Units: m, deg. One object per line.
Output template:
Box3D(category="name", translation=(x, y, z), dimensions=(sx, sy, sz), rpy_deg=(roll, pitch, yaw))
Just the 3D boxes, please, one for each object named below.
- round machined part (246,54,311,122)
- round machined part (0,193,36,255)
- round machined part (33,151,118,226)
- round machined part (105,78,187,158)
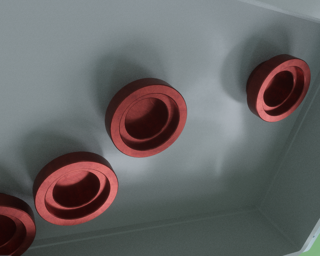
Box3D(category="round machined part", translation=(0.167, -0.061, 0.454), dimensions=(0.099, 0.042, 0.097), rpy_deg=(-14, 125, -21))
Box3D(category="round machined part", translation=(-0.199, 0.114, 0.360), dimensions=(0.099, 0.042, 0.097), rpy_deg=(-14, 125, -21))
Box3D(category="round machined part", translation=(-0.105, 0.070, 0.384), dimensions=(0.099, 0.042, 0.097), rpy_deg=(-14, 125, -21))
Box3D(category="round machined part", translation=(-0.020, -0.016, 0.379), dimensions=(0.099, 0.042, 0.097), rpy_deg=(-14, 125, -21))
